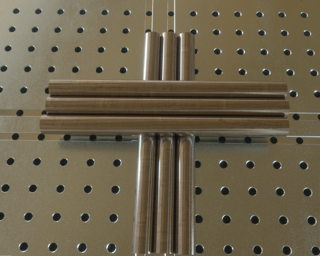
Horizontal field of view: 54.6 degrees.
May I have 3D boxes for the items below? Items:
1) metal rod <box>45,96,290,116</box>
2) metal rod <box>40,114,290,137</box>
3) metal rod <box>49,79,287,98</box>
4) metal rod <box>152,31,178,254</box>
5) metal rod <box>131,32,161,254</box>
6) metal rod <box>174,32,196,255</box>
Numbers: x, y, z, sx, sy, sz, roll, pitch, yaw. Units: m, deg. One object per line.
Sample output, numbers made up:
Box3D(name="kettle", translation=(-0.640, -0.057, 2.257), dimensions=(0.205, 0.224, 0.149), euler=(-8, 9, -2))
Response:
Box3D(name="metal rod", translation=(0.009, -0.027, 0.395), dimensions=(0.302, 0.025, 0.025), euler=(1, 70, 0))
Box3D(name="metal rod", translation=(0.006, -0.003, 0.386), dimensions=(0.302, 0.025, 0.025), euler=(1, 70, 0))
Box3D(name="metal rod", translation=(0.010, -0.050, 0.404), dimensions=(0.302, 0.025, 0.025), euler=(1, 70, 0))
Box3D(name="metal rod", translation=(0.009, 0.004, 0.410), dimensions=(0.025, 0.025, 0.299), euler=(2, 70, 1))
Box3D(name="metal rod", translation=(-0.016, 0.005, 0.410), dimensions=(0.025, 0.025, 0.299), euler=(2, 70, 1))
Box3D(name="metal rod", translation=(0.034, 0.006, 0.410), dimensions=(0.025, 0.025, 0.299), euler=(2, 70, 1))
